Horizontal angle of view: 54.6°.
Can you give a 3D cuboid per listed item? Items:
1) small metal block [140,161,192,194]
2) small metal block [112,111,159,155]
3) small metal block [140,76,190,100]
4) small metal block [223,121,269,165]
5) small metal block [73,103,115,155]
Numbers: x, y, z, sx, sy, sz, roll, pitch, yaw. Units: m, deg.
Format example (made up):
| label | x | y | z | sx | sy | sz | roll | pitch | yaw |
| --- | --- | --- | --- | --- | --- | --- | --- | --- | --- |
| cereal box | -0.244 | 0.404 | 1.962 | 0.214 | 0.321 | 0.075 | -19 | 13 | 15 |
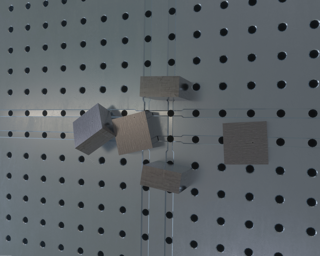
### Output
| label | x | y | z | sx | sy | sz | roll | pitch | yaw |
| --- | --- | --- | --- | --- | --- | --- | --- | --- | --- |
| small metal block | 0.009 | 0.062 | 0.396 | 0.050 | 0.050 | 0.025 | 10 | 93 | 20 |
| small metal block | -0.033 | 0.007 | 0.425 | 0.050 | 0.025 | 0.050 | -14 | 86 | 19 |
| small metal block | 0.008 | -0.050 | 0.397 | 0.050 | 0.050 | 0.025 | 3 | 91 | 20 |
| small metal block | 0.104 | 0.018 | 0.376 | 0.050 | 0.025 | 0.050 | -3 | 89 | 20 |
| small metal block | -0.093 | 0.002 | 0.434 | 0.050 | 0.025 | 0.050 | -35 | 46 | 17 |
